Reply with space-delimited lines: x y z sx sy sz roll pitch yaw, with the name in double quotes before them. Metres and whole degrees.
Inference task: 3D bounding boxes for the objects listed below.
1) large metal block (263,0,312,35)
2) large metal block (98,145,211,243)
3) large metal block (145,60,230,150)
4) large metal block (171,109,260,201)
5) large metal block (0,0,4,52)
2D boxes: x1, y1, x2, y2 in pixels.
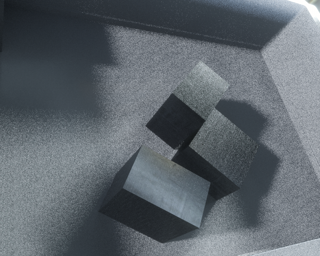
"large metal block" 0.300 -0.278 0.727 0.080 0.050 0.080 38 51 -3
"large metal block" -0.007 0.073 0.323 0.080 0.080 0.050 30 52 -10
"large metal block" 0.036 -0.030 0.409 0.050 0.080 0.080 40 51 -2
"large metal block" 0.074 0.034 0.411 0.080 0.050 0.080 40 51 -2
"large metal block" -0.206 -0.145 0.348 0.050 0.080 0.080 -1 63 -29
